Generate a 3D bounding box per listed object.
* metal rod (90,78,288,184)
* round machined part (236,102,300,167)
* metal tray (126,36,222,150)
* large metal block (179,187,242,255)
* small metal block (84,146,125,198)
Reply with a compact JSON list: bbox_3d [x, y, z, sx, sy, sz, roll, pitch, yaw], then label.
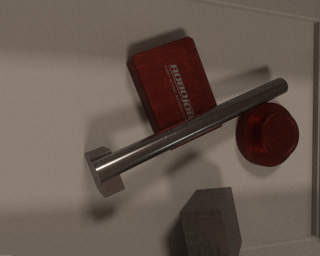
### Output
[{"bbox_3d":[0.055,-0.007,0.394,0.302,0.025,0.025,-24,98,-26],"label":"metal rod"},{"bbox_3d":[0.168,0.010,0.465,0.099,0.042,0.097,0,90,-21],"label":"round machined part"},{"bbox_3d":[0.021,-0.046,0.417,0.091,0.030,0.129,-24,98,-19],"label":"metal tray"},{"bbox_3d":[0.069,0.130,0.402,0.050,0.080,0.080,-10,95,22],"label":"large metal block"},{"bbox_3d":[-0.068,0.051,0.373,0.025,0.050,0.050,-22,98,-19],"label":"small metal block"}]
